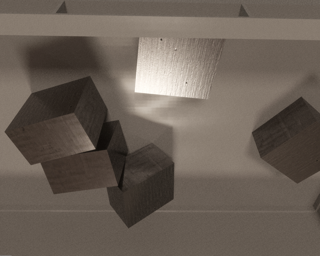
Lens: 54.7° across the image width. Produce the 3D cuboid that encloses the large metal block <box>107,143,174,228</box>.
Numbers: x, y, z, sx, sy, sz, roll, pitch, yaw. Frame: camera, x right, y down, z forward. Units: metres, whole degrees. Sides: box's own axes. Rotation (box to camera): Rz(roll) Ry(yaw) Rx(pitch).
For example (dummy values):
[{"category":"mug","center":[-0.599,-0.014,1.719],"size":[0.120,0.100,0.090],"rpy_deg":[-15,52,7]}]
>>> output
[{"category":"large metal block","center":[-0.027,0.080,0.436],"size":[0.081,0.050,0.079],"rpy_deg":[-27,137,-27]}]

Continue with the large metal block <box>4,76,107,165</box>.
[{"category":"large metal block","center":[-0.115,-0.010,0.360],"size":[0.080,0.080,0.050],"rpy_deg":[-14,125,11]}]

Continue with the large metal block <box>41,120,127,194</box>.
[{"category":"large metal block","center":[-0.092,0.035,0.395],"size":[0.080,0.080,0.050],"rpy_deg":[-9,115,7]}]

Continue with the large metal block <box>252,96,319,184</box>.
[{"category":"large metal block","center":[0.185,0.019,0.411],"size":[0.080,0.050,0.080],"rpy_deg":[32,123,-25]}]

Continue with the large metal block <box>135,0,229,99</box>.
[{"category":"large metal block","center":[0.018,-0.081,0.324],"size":[0.081,0.050,0.079],"rpy_deg":[5,130,-5]}]
